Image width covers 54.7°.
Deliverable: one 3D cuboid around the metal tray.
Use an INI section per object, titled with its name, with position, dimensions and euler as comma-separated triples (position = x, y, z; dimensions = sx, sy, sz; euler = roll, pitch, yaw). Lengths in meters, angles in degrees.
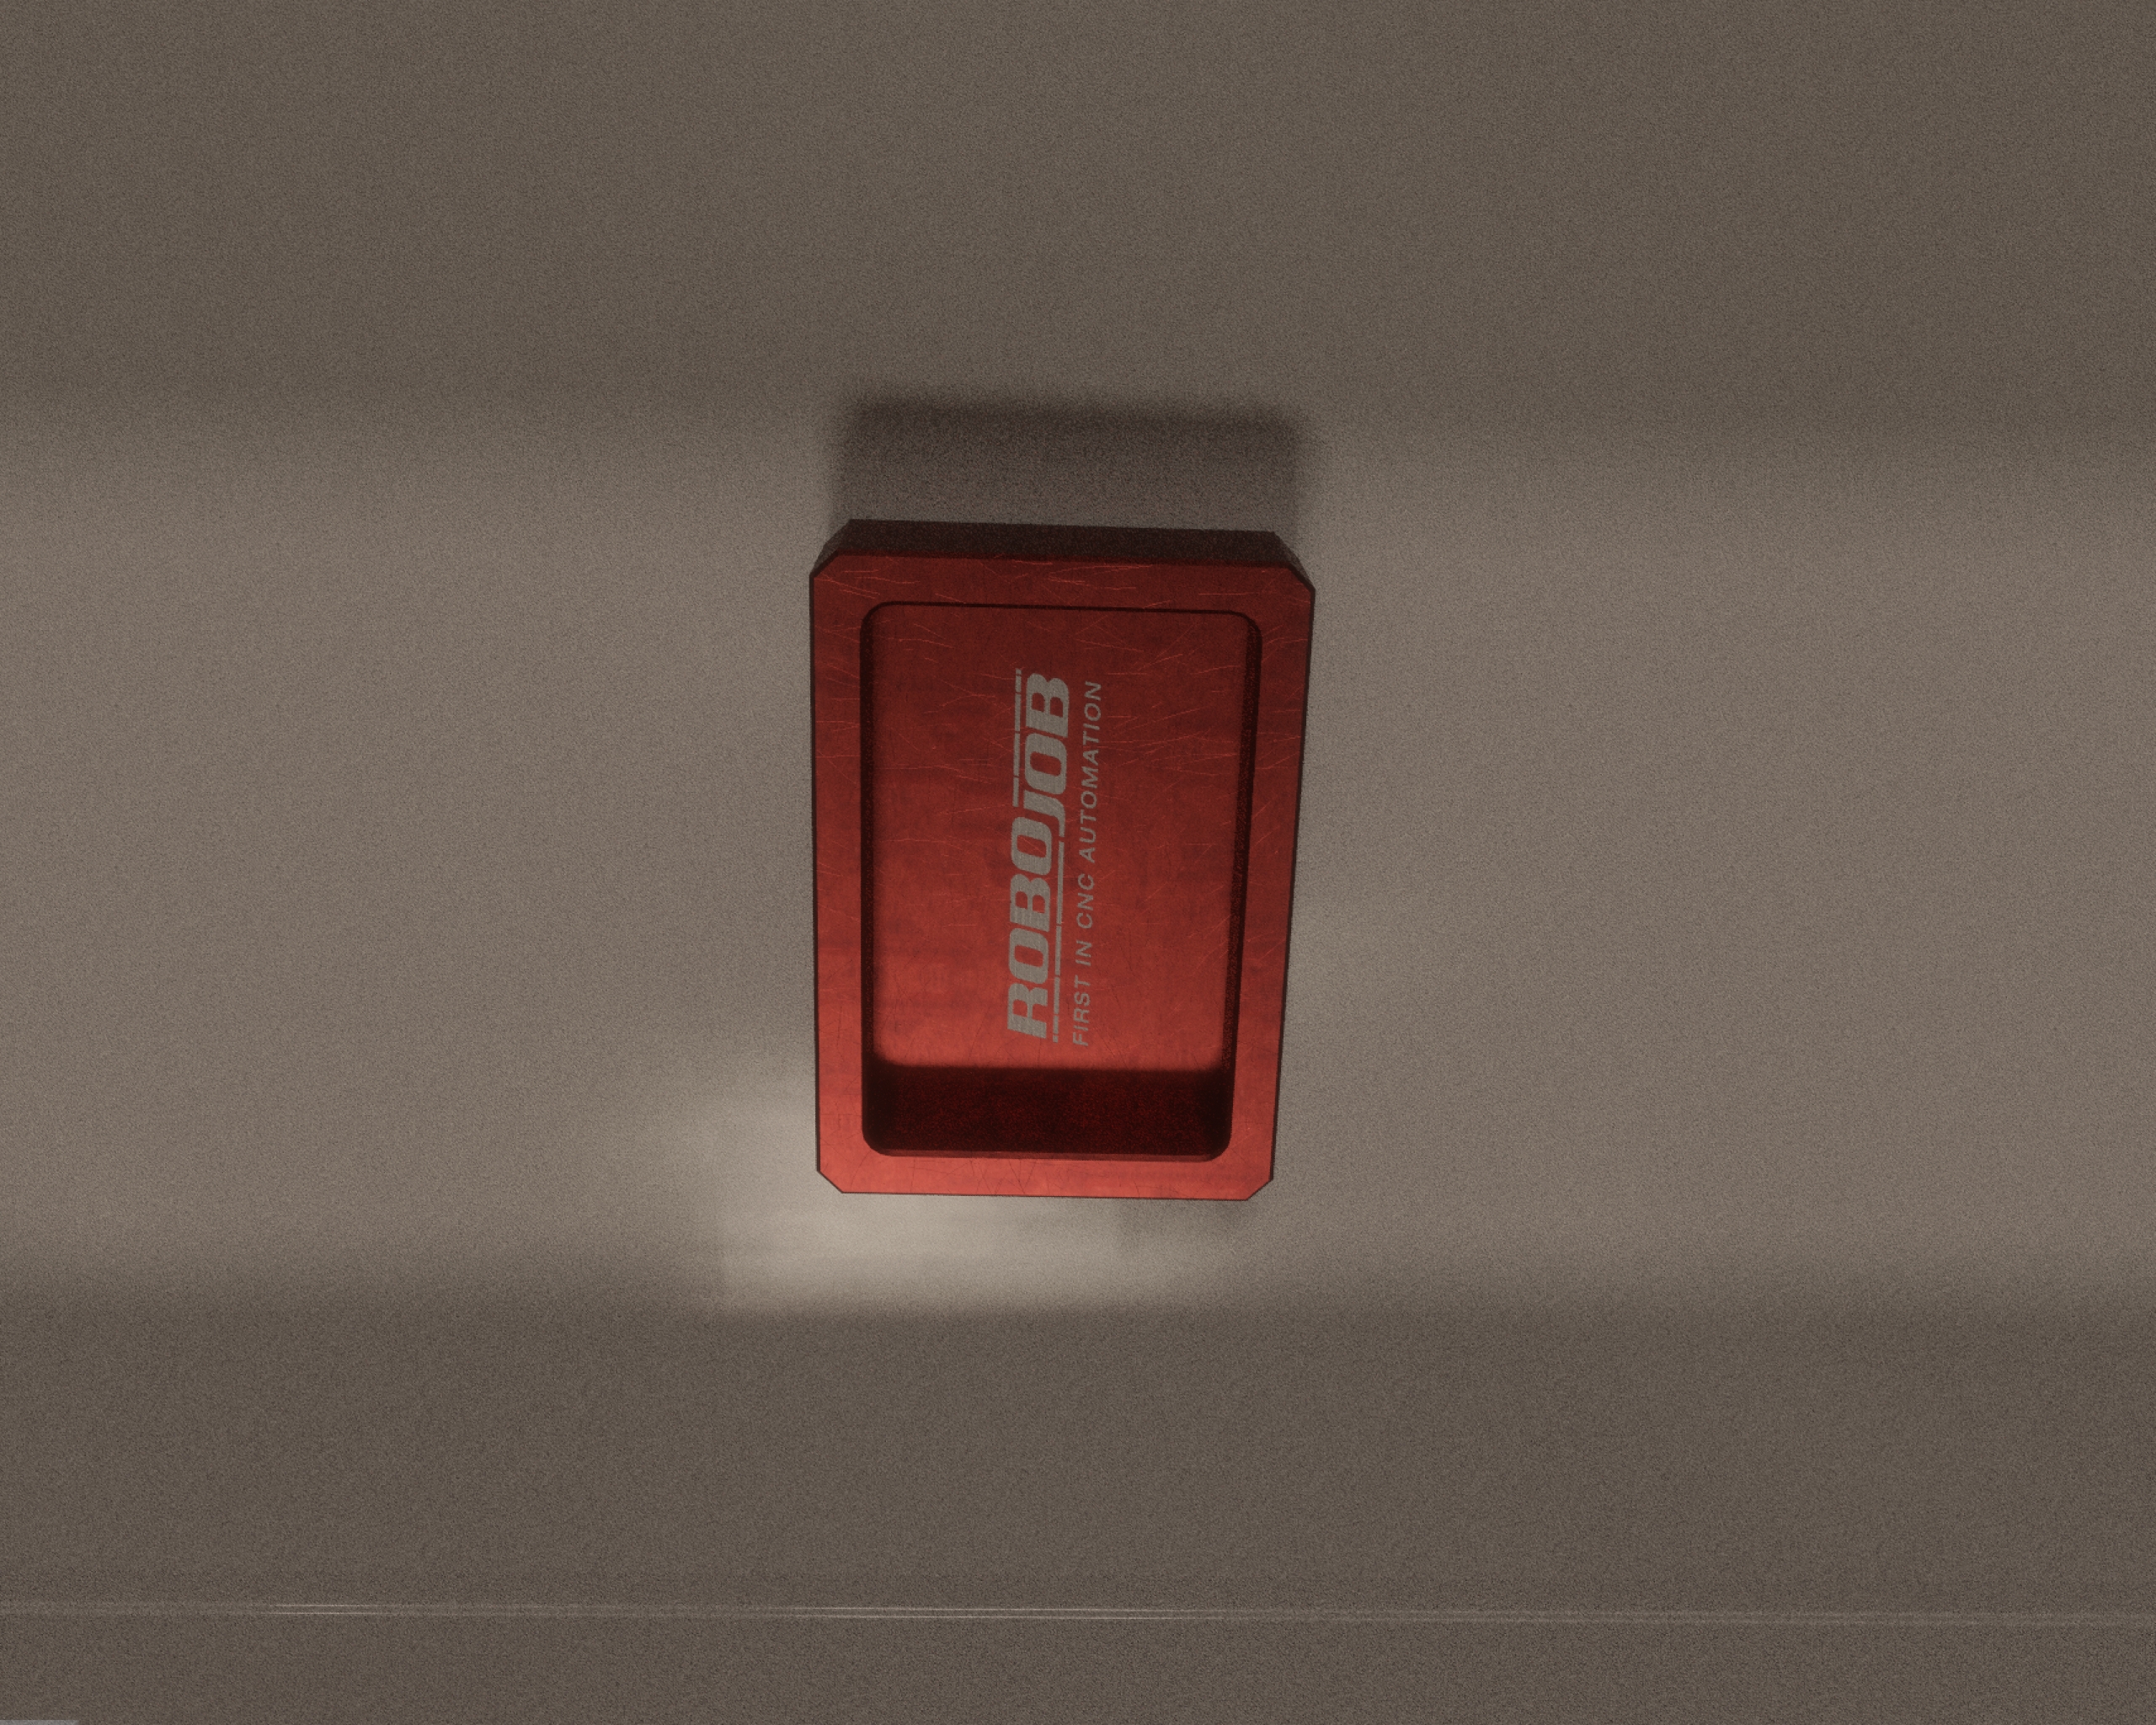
[metal tray]
position = -0.005, 0.001, 0.406
dimensions = 0.091, 0.030, 0.129
euler = 1, 110, -2
